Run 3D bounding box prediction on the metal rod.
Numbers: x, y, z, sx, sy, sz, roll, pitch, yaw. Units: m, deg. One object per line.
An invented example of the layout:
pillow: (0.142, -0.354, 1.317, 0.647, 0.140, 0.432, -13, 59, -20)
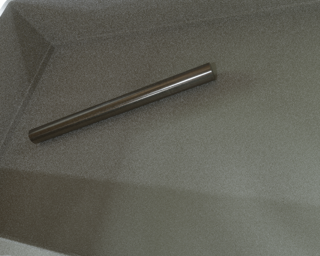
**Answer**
metal rod: (-0.067, -0.031, 0.457, 0.301, 0.025, 0.025, -18, 55, 17)
